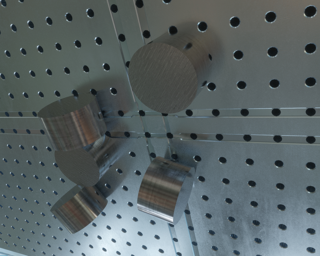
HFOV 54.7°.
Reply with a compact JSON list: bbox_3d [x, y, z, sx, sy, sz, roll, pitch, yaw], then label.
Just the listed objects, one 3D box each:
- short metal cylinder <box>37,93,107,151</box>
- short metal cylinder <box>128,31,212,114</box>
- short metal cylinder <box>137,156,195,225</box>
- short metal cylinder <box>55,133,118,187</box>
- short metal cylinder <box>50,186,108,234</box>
[{"bbox_3d":[-0.120,-0.010,0.431,0.080,0.080,0.050,-1,118,28],"label":"short metal cylinder"},{"bbox_3d":[0.012,-0.063,0.349,0.080,0.050,0.079,13,124,20],"label":"short metal cylinder"},{"bbox_3d":[0.010,0.084,0.421,0.050,0.080,0.079,16,125,18],"label":"short metal cylinder"},{"bbox_3d":[-0.114,0.044,0.480,0.080,0.050,0.079,13,124,20],"label":"short metal cylinder"},{"bbox_3d":[-0.137,0.131,0.527,0.080,0.080,0.050,-29,102,37],"label":"short metal cylinder"}]
